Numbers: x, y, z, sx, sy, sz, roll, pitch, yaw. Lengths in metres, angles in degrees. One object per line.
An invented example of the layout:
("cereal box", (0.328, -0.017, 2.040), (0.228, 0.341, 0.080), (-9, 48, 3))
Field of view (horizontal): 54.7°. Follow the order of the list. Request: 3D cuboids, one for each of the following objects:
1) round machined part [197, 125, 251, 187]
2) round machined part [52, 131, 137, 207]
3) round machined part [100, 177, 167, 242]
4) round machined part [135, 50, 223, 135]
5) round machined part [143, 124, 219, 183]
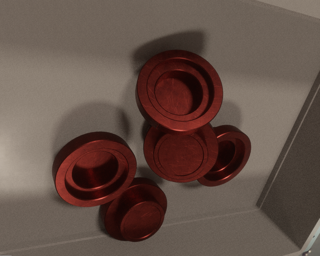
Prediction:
("round machined part", (0.085, 0.037, 0.470), (0.099, 0.042, 0.097), (-14, 125, -21))
("round machined part", (-0.082, 0.046, 0.383), (0.099, 0.042, 0.097), (-14, 125, -21))
("round machined part", (-0.033, 0.125, 0.451), (0.099, 0.042, 0.097), (-11, 116, -24))
("round machined part", (0.020, -0.038, 0.364), (0.099, 0.098, 0.042), (-23, 170, -15))
("round machined part", (0.027, 0.028, 0.403), (0.099, 0.042, 0.097), (1, 107, 3))
